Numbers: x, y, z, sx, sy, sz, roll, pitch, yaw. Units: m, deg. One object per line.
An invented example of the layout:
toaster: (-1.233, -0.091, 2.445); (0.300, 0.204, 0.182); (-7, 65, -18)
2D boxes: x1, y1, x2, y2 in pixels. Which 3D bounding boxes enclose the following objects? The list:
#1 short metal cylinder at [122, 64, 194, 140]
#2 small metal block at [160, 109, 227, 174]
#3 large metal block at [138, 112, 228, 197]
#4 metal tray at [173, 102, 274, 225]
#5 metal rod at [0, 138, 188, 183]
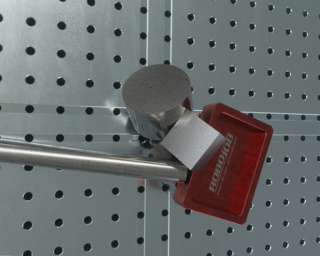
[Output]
short metal cylinder: (-0.001, -0.032, 0.377); (0.080, 0.080, 0.050); (-37, 145, -17)
small metal block: (0.038, 0.015, 0.350); (0.050, 0.050, 0.025); (-53, 147, 5)
large metal block: (0.032, 0.035, 0.411); (0.080, 0.050, 0.080); (-37, 102, -17)
metal tray: (0.080, 0.044, 0.385); (0.091, 0.030, 0.129); (22, 82, -19)
metal rod: (-0.119, 0.031, 0.338); (0.302, 0.025, 0.025); (8, 87, -9)
